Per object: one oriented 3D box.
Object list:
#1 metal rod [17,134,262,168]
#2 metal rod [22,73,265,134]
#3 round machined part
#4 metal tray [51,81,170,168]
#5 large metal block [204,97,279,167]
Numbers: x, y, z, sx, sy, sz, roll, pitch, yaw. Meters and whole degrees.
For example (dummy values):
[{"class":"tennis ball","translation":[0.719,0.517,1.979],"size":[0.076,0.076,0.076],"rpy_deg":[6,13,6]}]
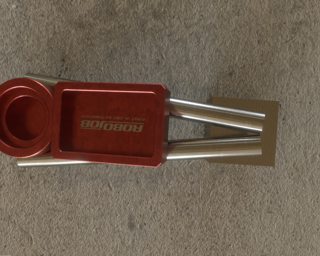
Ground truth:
[{"class":"metal rod","translation":[-0.034,0.030,0.379],"size":[0.301,0.025,0.025],"rpy_deg":[-4,90,12]},{"class":"metal rod","translation":[-0.030,-0.033,0.378],"size":[0.301,0.025,0.025],"rpy_deg":[11,90,12]},{"class":"round machined part","translation":[-0.166,-0.012,0.395],"size":[0.098,0.042,0.097],"rpy_deg":[0,90,10]},{"class":"metal tray","translation":[-0.057,-0.006,0.356],"size":[0.131,0.030,0.089],"rpy_deg":[3,90,12]},{"class":"large metal block","translation":[0.101,0.004,0.398],"size":[0.081,0.050,0.079],"rpy_deg":[4,90,-1]}]
